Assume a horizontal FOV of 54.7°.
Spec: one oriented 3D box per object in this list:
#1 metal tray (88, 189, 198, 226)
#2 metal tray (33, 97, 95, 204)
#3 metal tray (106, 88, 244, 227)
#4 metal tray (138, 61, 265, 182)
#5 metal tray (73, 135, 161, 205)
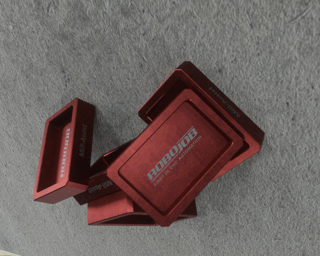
[{"bbox_3d":[-0.022,0.114,0.433,0.090,0.131,0.030,-27,59,37],"label":"metal tray"},{"bbox_3d":[-0.134,0.032,0.436,0.090,0.130,0.030,-27,142,36],"label":"metal tray"},{"bbox_3d":[0.016,0.031,0.346,0.090,0.030,0.130,44,84,-3],"label":"metal tray"},{"bbox_3d":[0.048,-0.005,0.376,0.130,0.030,0.090,43,129,-3],"label":"metal tray"},{"bbox_3d":[-0.057,0.053,0.428,0.130,0.090,0.030,-27,104,37],"label":"metal tray"}]
